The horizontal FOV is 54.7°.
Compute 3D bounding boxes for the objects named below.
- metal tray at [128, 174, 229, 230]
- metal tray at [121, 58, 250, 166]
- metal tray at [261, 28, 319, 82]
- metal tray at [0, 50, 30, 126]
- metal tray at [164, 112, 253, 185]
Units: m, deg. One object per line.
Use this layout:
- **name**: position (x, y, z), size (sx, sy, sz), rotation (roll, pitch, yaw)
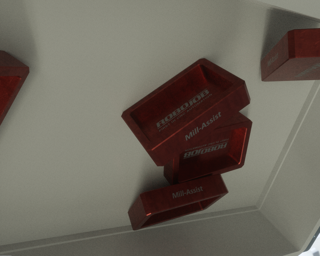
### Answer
- **metal tray**: position (0.025, 0.111, 0.463), size (0.131, 0.030, 0.089), rotation (-9, 153, -24)
- **metal tray**: position (0.027, -0.024, 0.368), size (0.130, 0.090, 0.030), rotation (-35, 129, -5)
- **metal tray**: position (0.184, -0.085, 0.377), size (0.091, 0.130, 0.030), rotation (-1, 88, 5)
- **metal tray**: position (-0.176, -0.006, 0.267), size (0.030, 0.090, 0.129), rotation (34, 102, -1)
- **metal tray**: position (0.071, 0.032, 0.466), size (0.131, 0.030, 0.089), rotation (-13, 124, -22)
